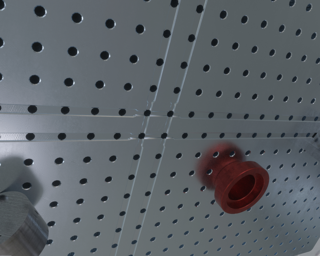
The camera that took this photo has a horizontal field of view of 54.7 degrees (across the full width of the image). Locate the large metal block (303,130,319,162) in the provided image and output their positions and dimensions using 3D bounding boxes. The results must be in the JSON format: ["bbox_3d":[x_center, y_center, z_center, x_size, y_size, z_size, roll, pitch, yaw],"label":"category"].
[{"bbox_3d":[0.344,0.036,0.605,0.080,0.050,0.080,23,106,-37],"label":"large metal block"}]

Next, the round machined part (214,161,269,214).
[{"bbox_3d":[0.135,0.097,0.534,0.099,0.042,0.097,-14,124,-21],"label":"round machined part"}]

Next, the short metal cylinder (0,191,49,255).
[{"bbox_3d":[-0.177,0.120,0.353,0.080,0.080,0.050,-25,128,-13],"label":"short metal cylinder"}]
